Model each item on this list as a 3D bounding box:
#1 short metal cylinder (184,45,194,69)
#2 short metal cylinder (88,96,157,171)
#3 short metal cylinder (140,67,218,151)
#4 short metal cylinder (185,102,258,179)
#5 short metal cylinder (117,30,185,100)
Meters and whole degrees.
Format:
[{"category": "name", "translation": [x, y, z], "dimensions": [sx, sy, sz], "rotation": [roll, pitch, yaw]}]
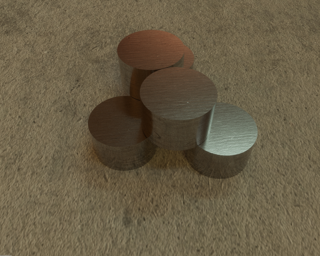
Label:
[{"category": "short metal cylinder", "translation": [0.009, -0.085, 0.460], "dimensions": [0.080, 0.050, 0.080], "rotation": [0, 50, 0]}, {"category": "short metal cylinder", "translation": [-0.044, 0.006, 0.383], "dimensions": [0.080, 0.050, 0.080], "rotation": [0, 50, 0]}, {"category": "short metal cylinder", "translation": [0.019, -0.022, 0.341], "dimensions": [0.081, 0.050, 0.080], "rotation": [1, 50, 0]}, {"category": "short metal cylinder", "translation": [0.072, 0.015, 0.376], "dimensions": [0.080, 0.050, 0.080], "rotation": [0, 50, 0]}, {"category": "short metal cylinder", "translation": [-0.011, -0.079, 0.389], "dimensions": [0.080, 0.050, 0.080], "rotation": [0, 50, 0]}]
